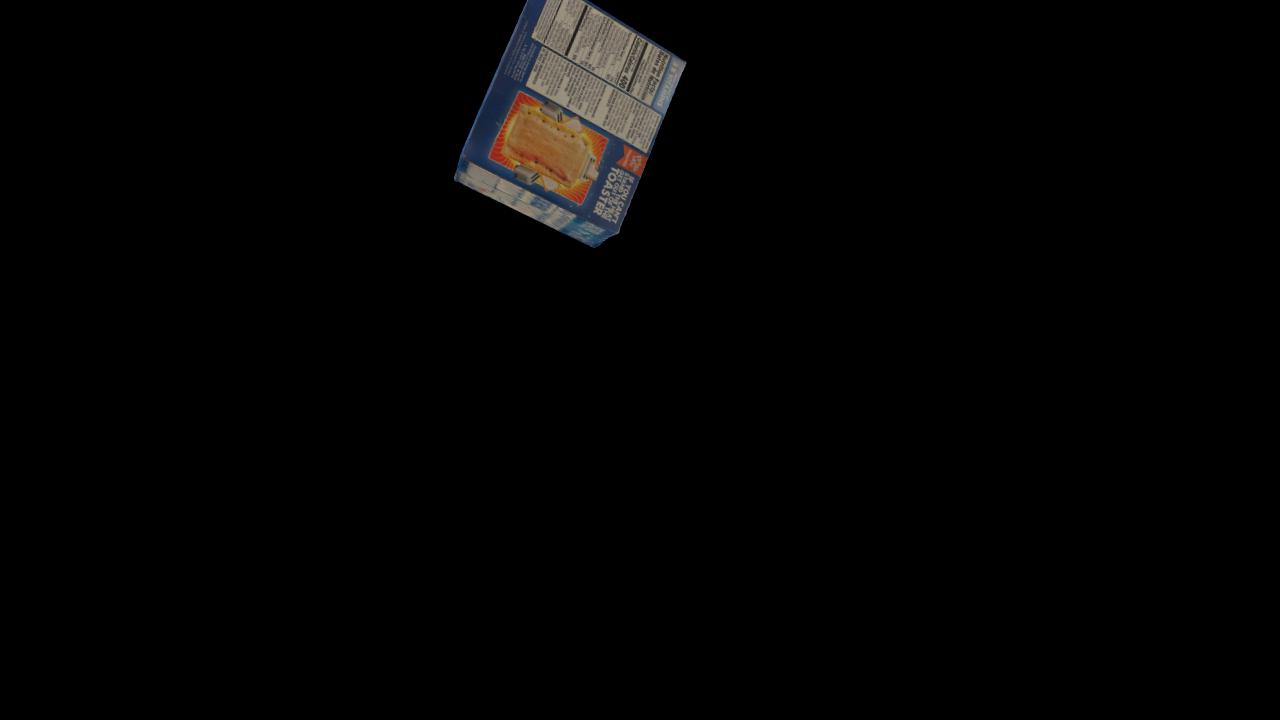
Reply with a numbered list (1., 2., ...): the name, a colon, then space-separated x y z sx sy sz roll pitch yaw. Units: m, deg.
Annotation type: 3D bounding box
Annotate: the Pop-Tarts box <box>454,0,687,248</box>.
1. Pop-Tarts box: -0.062 -0.208 0.538 0.141 0.167 0.083 23 -5 -19
